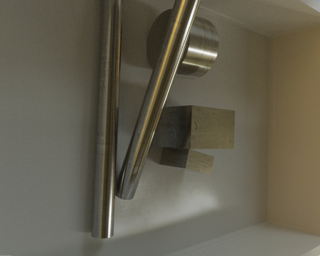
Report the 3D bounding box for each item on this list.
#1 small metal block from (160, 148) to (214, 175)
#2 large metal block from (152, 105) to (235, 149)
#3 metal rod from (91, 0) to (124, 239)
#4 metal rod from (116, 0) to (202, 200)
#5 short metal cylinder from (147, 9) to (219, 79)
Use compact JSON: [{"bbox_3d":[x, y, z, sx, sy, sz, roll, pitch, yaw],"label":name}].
[{"bbox_3d":[0.037,0.045,0.423,0.050,0.050,0.025,19,78,-39],"label":"small metal block"},{"bbox_3d":[0.040,0.000,0.407,0.081,0.080,0.050,3,88,-40],"label":"large metal block"},{"bbox_3d":[-0.060,-0.027,0.357,0.025,0.025,0.298,4,88,-40],"label":"metal rod"},{"bbox_3d":[0.003,-0.055,0.332,0.025,0.025,0.298,4,112,-40],"label":"metal rod"},{"bbox_3d":[0.027,-0.105,0.396,0.050,0.080,0.079,0,90,-40],"label":"short metal cylinder"}]
